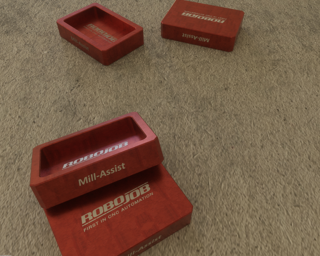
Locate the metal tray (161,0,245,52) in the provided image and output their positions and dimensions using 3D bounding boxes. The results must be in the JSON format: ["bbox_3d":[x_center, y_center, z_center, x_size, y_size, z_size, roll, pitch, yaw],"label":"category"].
[{"bbox_3d":[0.077,-0.187,0.557,0.130,0.030,0.090,16,52,13],"label":"metal tray"}]

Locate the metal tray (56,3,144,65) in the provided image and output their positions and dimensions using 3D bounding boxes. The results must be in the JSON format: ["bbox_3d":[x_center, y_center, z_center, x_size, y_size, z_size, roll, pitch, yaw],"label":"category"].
[{"bbox_3d":[-0.103,-0.167,0.539,0.130,0.030,0.090,36,58,26],"label":"metal tray"}]

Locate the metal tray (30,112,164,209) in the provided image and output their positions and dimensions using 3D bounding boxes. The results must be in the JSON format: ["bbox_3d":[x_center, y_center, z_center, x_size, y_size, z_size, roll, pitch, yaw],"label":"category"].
[{"bbox_3d":[-0.072,0.029,0.345,0.131,0.030,0.090,-20,27,-12],"label":"metal tray"}]

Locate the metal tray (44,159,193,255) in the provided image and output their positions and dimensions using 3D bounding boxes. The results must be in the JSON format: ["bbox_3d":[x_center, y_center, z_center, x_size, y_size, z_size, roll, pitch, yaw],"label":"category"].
[{"bbox_3d":[-0.043,0.088,0.325,0.131,0.030,0.090,-25,55,-20],"label":"metal tray"}]
